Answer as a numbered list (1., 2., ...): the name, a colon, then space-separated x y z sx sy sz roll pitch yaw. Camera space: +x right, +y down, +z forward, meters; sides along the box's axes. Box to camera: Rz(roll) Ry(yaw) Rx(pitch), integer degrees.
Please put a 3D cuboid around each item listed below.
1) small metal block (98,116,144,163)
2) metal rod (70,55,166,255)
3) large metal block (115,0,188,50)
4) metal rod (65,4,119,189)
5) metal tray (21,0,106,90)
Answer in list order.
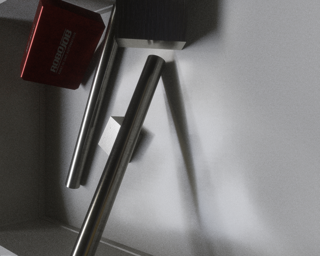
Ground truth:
1. small metal block: -0.058 0.017 0.452 0.050 0.025 0.050 41 114 32
2. metal rod: -0.052 0.046 0.370 0.025 0.025 0.299 6 69 39
3. large metal block: -0.010 -0.140 0.370 0.081 0.050 0.079 2 93 -3
4. metal rod: -0.102 -0.040 0.488 0.025 0.025 0.298 30 108 36
5. metal tray: -0.151 -0.123 0.473 0.129 0.091 0.030 -55 42 33
